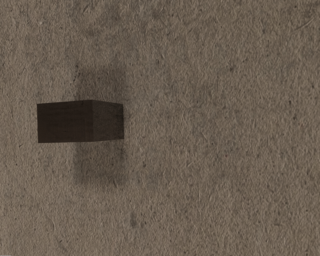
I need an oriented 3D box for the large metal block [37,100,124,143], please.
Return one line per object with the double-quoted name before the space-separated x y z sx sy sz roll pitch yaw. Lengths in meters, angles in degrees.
"large metal block" -0.103 -0.007 0.415 0.080 0.080 0.050 -2 89 19
